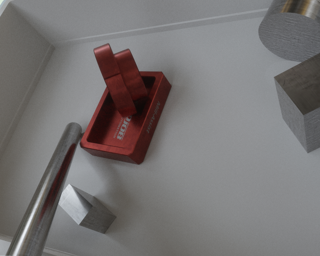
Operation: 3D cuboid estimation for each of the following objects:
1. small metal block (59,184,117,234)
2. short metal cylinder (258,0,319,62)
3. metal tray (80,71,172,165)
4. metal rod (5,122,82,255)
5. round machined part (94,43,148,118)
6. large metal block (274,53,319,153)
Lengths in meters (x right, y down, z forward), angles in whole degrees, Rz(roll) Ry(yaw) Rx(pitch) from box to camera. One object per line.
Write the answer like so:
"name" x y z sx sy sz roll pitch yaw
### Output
"small metal block" -0.089 0.098 0.374 0.050 0.050 0.025 28 78 37
"short metal cylinder" 0.163 -0.122 0.360 0.080 0.080 0.050 19 72 35
"metal tray" -0.047 -0.019 0.437 0.090 0.030 0.130 7 65 31
"metal rod" -0.116 0.058 0.336 0.025 0.025 0.300 -33 22 7
"round machined part" -0.047 -0.065 0.408 0.042 0.098 0.098 -22 53 -2
"large metal block" 0.166 -0.029 0.301 0.080 0.080 0.050 -28 52 10
